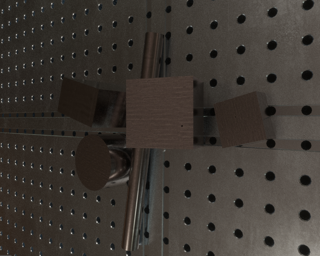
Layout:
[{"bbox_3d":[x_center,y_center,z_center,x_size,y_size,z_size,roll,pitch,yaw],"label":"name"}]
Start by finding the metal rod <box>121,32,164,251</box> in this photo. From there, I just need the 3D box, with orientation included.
[{"bbox_3d":[-0.025,0.022,0.427,0.025,0.025,0.298,12,97,39],"label":"metal rod"}]

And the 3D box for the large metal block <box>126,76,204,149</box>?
[{"bbox_3d":[0.007,-0.017,0.370,0.080,0.050,0.079,0,90,20],"label":"large metal block"}]

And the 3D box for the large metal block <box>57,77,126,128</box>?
[{"bbox_3d":[-0.084,-0.036,0.441,0.080,0.081,0.050,21,104,37],"label":"large metal block"}]

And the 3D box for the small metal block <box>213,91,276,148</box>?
[{"bbox_3d":[0.090,-0.008,0.334,0.050,0.025,0.050,-16,80,38],"label":"small metal block"}]

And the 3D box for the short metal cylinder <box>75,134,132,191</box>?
[{"bbox_3d":[-0.080,0.049,0.456,0.080,0.050,0.079,0,90,39],"label":"short metal cylinder"}]
